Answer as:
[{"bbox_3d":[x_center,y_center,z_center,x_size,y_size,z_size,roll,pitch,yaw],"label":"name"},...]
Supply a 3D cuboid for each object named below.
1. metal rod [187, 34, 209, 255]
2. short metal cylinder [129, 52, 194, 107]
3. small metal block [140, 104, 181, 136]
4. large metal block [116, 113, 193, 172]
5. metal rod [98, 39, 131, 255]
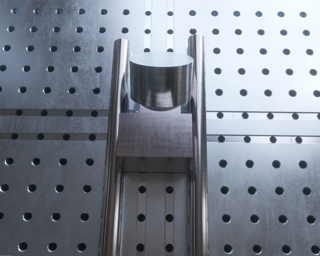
[{"bbox_3d":[0.049,0.009,0.409,0.025,0.025,0.299,2,70,0],"label":"metal rod"},{"bbox_3d":[0.001,-0.065,0.399,0.081,0.050,0.080,1,26,0],"label":"short metal cylinder"},{"bbox_3d":[0.000,-0.009,0.402,0.050,0.050,0.025,1,70,0],"label":"small metal block"},{"bbox_3d":[-0.005,0.020,0.372,0.081,0.080,0.050,1,70,0],"label":"large metal block"},{"bbox_3d":[-0.057,0.016,0.405,0.025,0.025,0.299,1,70,0],"label":"metal rod"}]
